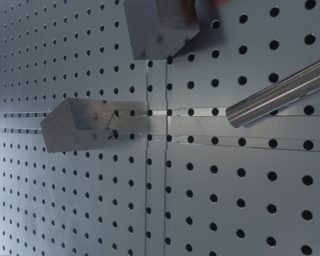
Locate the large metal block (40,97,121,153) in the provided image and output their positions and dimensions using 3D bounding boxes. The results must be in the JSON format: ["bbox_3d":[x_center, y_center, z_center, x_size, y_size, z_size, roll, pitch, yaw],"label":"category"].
[{"bbox_3d":[-0.122,-0.003,0.474,0.080,0.081,0.050,-32,70,35],"label":"large metal block"}]

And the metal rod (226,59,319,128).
[{"bbox_3d":[0.186,-0.071,0.255,0.299,0.025,0.025,-30,72,36],"label":"metal rod"}]

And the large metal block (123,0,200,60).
[{"bbox_3d":[-0.001,-0.136,0.376,0.080,0.050,0.080,-27,71,61],"label":"large metal block"}]
